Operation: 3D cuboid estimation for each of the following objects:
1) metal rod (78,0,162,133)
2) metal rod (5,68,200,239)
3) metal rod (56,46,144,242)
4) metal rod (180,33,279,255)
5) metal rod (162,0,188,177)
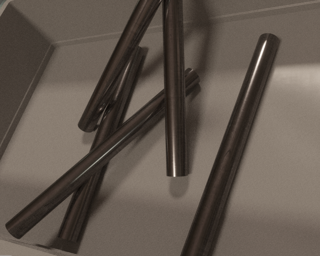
[{"bbox_3d":[-0.039,-0.110,0.394,0.298,0.025,0.025,-56,45,29],"label":"metal rod"},{"bbox_3d":[-0.064,0.025,0.397,0.301,0.025,0.025,-41,51,-11],"label":"metal rod"},{"bbox_3d":[-0.076,0.005,0.440,0.025,0.025,0.300,2,63,29],"label":"metal rod"},{"bbox_3d":[0.084,0.015,0.351,0.025,0.025,0.300,11,67,32],"label":"metal rod"},{"bbox_3d":[0.016,-0.093,0.372,0.025,0.025,0.298,-3,86,26],"label":"metal rod"}]
